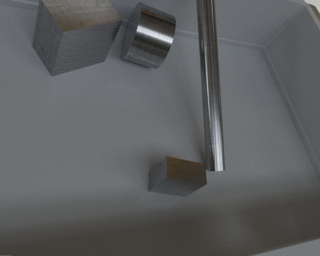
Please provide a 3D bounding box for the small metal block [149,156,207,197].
[{"bbox_3d":[0.020,0.059,0.366,0.050,0.050,0.025,13,56,-22],"label":"small metal block"}]

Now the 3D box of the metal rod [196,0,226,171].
[{"bbox_3d":[0.067,-0.092,0.419,0.025,0.025,0.298,-3,89,-30],"label":"metal rod"}]

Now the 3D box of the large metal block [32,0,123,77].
[{"bbox_3d":[-0.105,-0.118,0.387,0.081,0.080,0.050,-27,77,-37],"label":"large metal block"}]

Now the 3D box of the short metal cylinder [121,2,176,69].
[{"bbox_3d":[-0.018,-0.130,0.442,0.050,0.080,0.080,15,56,-21],"label":"short metal cylinder"}]
